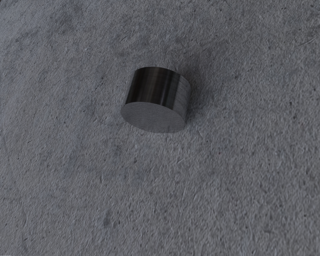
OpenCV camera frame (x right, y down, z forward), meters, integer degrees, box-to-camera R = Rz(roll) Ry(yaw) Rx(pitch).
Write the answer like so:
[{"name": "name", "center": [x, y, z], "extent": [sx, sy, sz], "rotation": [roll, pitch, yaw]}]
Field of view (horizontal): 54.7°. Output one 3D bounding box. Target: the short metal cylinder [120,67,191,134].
[{"name": "short metal cylinder", "center": [-0.004, -0.033, 0.392], "extent": [0.080, 0.080, 0.050], "rotation": [-1, 62, 27]}]
